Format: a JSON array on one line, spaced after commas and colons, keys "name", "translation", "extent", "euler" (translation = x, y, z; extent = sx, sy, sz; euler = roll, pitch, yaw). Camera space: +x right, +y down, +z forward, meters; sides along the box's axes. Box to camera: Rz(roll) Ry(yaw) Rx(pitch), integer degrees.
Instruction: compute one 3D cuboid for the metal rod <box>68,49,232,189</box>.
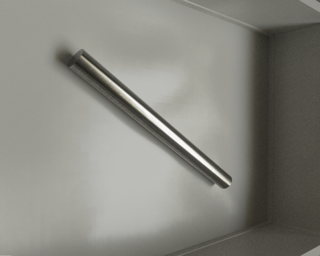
[{"name": "metal rod", "translation": [0.007, 0.005, 0.412], "extent": [0.301, 0.025, 0.025], "euler": [40, 66, -33]}]
